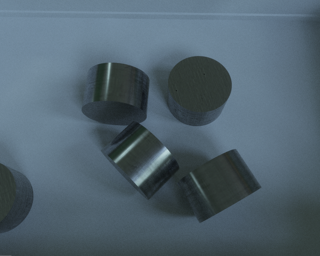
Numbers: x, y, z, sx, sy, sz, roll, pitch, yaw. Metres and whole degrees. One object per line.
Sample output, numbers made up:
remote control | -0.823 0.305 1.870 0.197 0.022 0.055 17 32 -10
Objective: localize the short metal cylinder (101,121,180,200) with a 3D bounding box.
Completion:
short metal cylinder | -0.023 0.038 0.366 0.080 0.080 0.050 43 76 14

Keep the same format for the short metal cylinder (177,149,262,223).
short metal cylinder | 0.067 0.067 0.356 0.080 0.080 0.050 -27 73 -9

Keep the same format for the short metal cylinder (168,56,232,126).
short metal cylinder | 0.050 -0.048 0.414 0.081 0.050 0.080 0 70 0

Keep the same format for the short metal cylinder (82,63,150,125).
short metal cylinder | -0.055 -0.040 0.395 0.080 0.080 0.050 3 70 1

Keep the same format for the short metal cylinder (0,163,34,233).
short metal cylinder | -0.199 0.082 0.365 0.081 0.050 0.080 0 70 0
